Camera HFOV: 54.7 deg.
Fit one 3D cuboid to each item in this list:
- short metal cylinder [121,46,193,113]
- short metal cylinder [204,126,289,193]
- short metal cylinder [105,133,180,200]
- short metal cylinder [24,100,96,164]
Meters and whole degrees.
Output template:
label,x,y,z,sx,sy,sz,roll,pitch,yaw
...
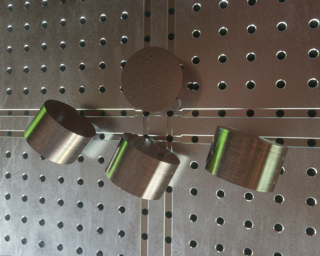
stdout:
label,x,y,z,sx,sy,sz,roll,pitch,yaw
short metal cylinder,-0.003,-0.059,0.400,0.080,0.050,0.079,0,90,20
short metal cylinder,0.096,0.033,0.349,0.080,0.080,0.050,19,97,19
short metal cylinder,-0.022,0.047,0.391,0.080,0.080,0.050,30,100,17
short metal cylinder,-0.138,0.005,0.432,0.080,0.080,0.050,43,104,15
